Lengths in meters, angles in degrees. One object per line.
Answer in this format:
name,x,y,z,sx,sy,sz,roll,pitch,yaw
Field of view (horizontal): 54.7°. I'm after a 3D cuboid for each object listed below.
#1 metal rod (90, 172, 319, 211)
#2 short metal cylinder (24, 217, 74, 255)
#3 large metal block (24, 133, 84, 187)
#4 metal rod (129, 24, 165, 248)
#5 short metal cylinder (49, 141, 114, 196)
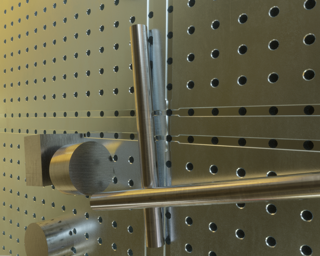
metal rod,0.035,0.077,0.358,0.300,0.025,0.025,-12,82,32
short metal cylinder,-0.201,0.206,0.559,0.080,0.050,0.080,0,90,40
large metal block,-0.174,0.051,0.517,0.050,0.081,0.080,-7,85,40
metal rod,-0.018,0.008,0.424,0.025,0.025,0.298,-8,85,40
short metal cylinder,-0.118,0.062,0.471,0.050,0.081,0.080,-9,84,40
